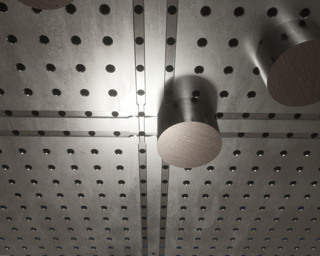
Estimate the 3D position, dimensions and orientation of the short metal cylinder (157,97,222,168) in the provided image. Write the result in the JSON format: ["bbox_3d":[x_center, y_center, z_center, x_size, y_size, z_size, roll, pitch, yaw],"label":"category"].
[{"bbox_3d":[0.036,0.007,0.402,0.081,0.050,0.079,0,130,0],"label":"short metal cylinder"}]

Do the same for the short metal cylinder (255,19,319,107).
[{"bbox_3d":[0.151,-0.070,0.338,0.081,0.050,0.079,0,130,0],"label":"short metal cylinder"}]

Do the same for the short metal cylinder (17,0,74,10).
[{"bbox_3d":[-0.099,-0.150,0.266,0.081,0.050,0.079,0,130,0],"label":"short metal cylinder"}]
